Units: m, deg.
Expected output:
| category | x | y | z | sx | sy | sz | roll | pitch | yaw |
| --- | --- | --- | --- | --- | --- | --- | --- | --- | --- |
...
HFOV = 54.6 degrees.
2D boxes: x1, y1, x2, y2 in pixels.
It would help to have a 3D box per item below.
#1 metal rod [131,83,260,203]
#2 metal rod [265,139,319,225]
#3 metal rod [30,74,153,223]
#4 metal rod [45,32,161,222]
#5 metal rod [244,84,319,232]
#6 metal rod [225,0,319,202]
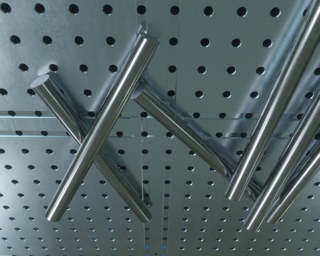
| category | x | y | z | sx | sy | sz | roll | pitch | yaw |
| --- | --- | --- | --- | --- | --- | --- | --- | --- | --- |
| metal rod | 0.074 | 0.040 | 0.445 | 0.025 | 0.025 | 0.301 | -35 | 122 | 26 |
| metal rod | 0.227 | 0.049 | 0.454 | 0.025 | 0.025 | 0.298 | 9 | 130 | -8 |
| metal rod | -0.082 | 0.050 | 0.452 | 0.025 | 0.025 | 0.299 | -18 | 128 | 14 |
| metal rod | -0.084 | 0.017 | 0.395 | 0.025 | 0.025 | 0.298 | 24 | 117 | -19 |
| metal rod | 0.180 | 0.039 | 0.425 | 0.025 | 0.025 | 0.298 | 9 | 124 | -8 |
| metal rod | 0.138 | -0.021 | 0.377 | 0.025 | 0.025 | 0.298 | 9 | 124 | -7 |
